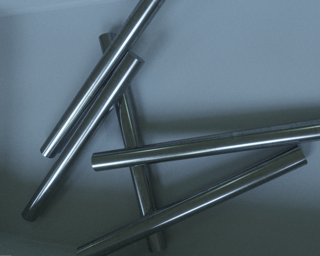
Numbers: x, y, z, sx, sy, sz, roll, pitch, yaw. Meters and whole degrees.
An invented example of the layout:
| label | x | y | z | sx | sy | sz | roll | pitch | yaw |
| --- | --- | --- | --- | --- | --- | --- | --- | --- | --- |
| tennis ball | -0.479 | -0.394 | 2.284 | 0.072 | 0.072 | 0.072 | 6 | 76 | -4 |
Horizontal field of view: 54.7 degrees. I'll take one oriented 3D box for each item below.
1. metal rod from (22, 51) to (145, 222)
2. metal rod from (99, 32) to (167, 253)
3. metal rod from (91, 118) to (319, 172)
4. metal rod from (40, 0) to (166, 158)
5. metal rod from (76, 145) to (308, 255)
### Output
| label | x | y | z | sx | sy | sz | roll | pitch | yaw |
| --- | --- | --- | --- | --- | --- | --- | --- | --- | --- |
| metal rod | -0.116 | 0.023 | 0.432 | 0.025 | 0.025 | 0.299 | 43 | 109 | 14 |
| metal rod | -0.038 | 0.016 | 0.422 | 0.025 | 0.025 | 0.298 | -16 | 85 | 19 |
| metal rod | 0.061 | 0.021 | 0.372 | 0.301 | 0.025 | 0.025 | -9 | 87 | 13 |
| metal rod | -0.080 | -0.068 | 0.412 | 0.025 | 0.025 | 0.299 | 46 | 113 | 14 |
| metal rod | 0.030 | 0.098 | 0.379 | 0.301 | 0.025 | 0.025 | -27 | 81 | 10 |
